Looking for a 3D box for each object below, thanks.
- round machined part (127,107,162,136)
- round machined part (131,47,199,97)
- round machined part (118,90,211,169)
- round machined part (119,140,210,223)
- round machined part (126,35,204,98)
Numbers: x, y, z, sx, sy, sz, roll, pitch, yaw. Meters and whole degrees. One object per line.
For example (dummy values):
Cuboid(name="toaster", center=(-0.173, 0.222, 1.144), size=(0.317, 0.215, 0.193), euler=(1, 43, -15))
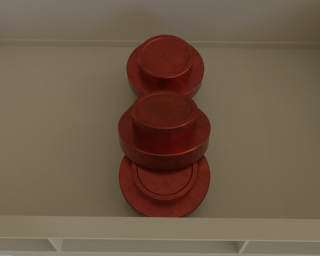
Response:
Cuboid(name="round machined part", center=(0.003, -0.013, 0.403), size=(0.099, 0.042, 0.098), euler=(0, 49, 0))
Cuboid(name="round machined part", center=(0.007, -0.086, 0.450), size=(0.099, 0.042, 0.098), euler=(0, 34, 0))
Cuboid(name="round machined part", center=(0.005, -0.005, 0.330), size=(0.099, 0.042, 0.098), euler=(0, 39, 0))
Cuboid(name="round machined part", center=(0.005, 0.049, 0.333), size=(0.099, 0.042, 0.098), euler=(0, 65, 0))
Cuboid(name="round machined part", center=(0.007, -0.078, 0.391), size=(0.099, 0.042, 0.098), euler=(0, 62, 0))
